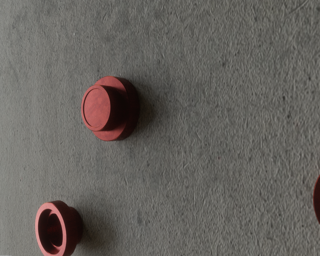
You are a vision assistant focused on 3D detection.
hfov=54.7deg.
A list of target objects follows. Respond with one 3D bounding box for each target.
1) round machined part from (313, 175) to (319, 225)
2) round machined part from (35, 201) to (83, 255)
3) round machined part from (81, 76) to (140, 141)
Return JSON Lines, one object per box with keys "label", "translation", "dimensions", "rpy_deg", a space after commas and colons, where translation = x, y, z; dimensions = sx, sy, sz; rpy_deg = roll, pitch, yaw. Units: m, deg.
{"label": "round machined part", "translation": [0.176, 0.064, 0.249], "dimensions": [0.098, 0.042, 0.097], "rpy_deg": [0, 90, 40]}
{"label": "round machined part", "translation": [-0.171, 0.174, 0.535], "dimensions": [0.098, 0.042, 0.097], "rpy_deg": [0, 90, 40]}
{"label": "round machined part", "translation": [-0.080, -0.029, 0.460], "dimensions": [0.098, 0.042, 0.097], "rpy_deg": [0, 90, 40]}
